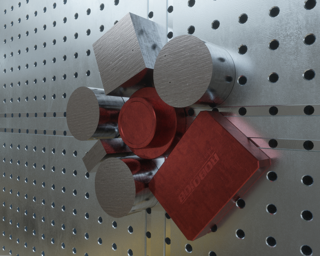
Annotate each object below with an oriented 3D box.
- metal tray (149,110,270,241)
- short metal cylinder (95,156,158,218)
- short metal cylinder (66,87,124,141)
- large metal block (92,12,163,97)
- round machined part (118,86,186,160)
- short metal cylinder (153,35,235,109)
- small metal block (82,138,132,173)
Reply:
[{"bbox_3d":[0.051,0.055,0.363,0.090,0.030,0.129,48,118,29],"label":"metal tray"},{"bbox_3d":[-0.045,0.079,0.430,0.080,0.050,0.080,0,90,40],"label":"short metal cylinder"},{"bbox_3d":[-0.098,-0.021,0.473,0.080,0.050,0.080,0,90,40],"label":"short metal cylinder"},{"bbox_3d":[-0.041,-0.096,0.427,0.080,0.050,0.080,-27,73,37],"label":"large metal block"},{"bbox_3d":[-0.018,-0.007,0.412,0.098,0.042,0.097,0,90,40],"label":"round machined part"},{"bbox_3d":[0.039,-0.062,0.360,0.080,0.050,0.080,0,90,40],"label":"short metal cylinder"},{"bbox_3d":[-0.077,0.040,0.456,0.050,0.050,0.025,-45,63,31],"label":"small metal block"}]
